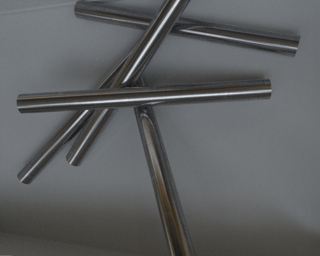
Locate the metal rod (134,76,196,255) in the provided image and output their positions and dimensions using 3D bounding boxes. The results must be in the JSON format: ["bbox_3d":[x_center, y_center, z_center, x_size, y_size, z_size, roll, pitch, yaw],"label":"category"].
[{"bbox_3d":[0.003,0.059,0.346,0.025,0.025,0.299,-27,57,17],"label":"metal rod"}]

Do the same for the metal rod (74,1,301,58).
[{"bbox_3d":[0.021,-0.133,0.402,0.301,0.025,0.025,16,95,18],"label":"metal rod"}]

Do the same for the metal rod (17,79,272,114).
[{"bbox_3d":[-0.022,-0.038,0.376,0.302,0.025,0.025,-3,89,4],"label":"metal rod"}]

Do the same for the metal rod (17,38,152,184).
[{"bbox_3d":[-0.107,-0.021,0.439,0.299,0.025,0.025,-44,77,17],"label":"metal rod"}]

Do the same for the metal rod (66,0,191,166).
[{"bbox_3d":[-0.042,-0.063,0.394,0.025,0.025,0.298,43,114,14],"label":"metal rod"}]
